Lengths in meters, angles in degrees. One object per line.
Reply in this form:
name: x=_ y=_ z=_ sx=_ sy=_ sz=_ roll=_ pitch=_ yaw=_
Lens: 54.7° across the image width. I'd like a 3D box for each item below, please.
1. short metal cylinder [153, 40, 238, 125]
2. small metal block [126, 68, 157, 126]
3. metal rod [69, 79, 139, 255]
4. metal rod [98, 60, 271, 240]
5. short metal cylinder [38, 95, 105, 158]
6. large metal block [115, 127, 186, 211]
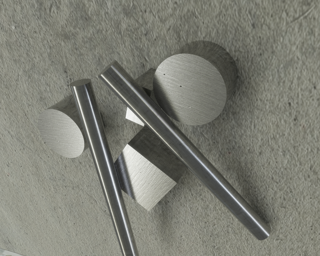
short metal cylinder: x=0.039 y=-0.050 z=0.339 sx=0.080 sy=0.050 sz=0.079 roll=13 pitch=124 yaw=21
small metal block: x=-0.015 y=-0.038 z=0.375 sx=0.025 sy=0.050 sz=0.050 roll=24 pitch=127 yaw=13
metal rod: x=-0.068 y=0.078 z=0.426 sx=0.025 sy=0.025 sz=0.298 roll=4 pitch=120 yaw=26
metal rod: x=0.043 y=0.040 z=0.369 sx=0.025 sy=0.025 sz=0.300 roll=-27 pitch=116 yaw=37
short metal cylinder: x=-0.130 y=-0.003 z=0.458 sx=0.080 sy=0.050 sz=0.079 roll=13 pitch=124 yaw=21
large metal block: x=-0.018 y=0.057 z=0.436 sx=0.080 sy=0.050 sz=0.080 roll=38 pitch=129 yaw=2
